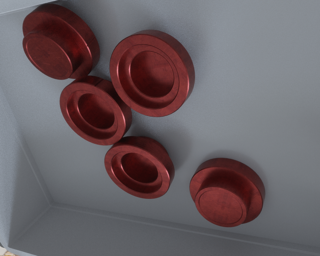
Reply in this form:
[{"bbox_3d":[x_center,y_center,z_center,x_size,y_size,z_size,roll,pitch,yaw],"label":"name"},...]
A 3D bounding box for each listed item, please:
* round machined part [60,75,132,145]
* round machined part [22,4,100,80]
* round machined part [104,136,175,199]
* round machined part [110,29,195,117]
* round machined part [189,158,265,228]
[{"bbox_3d":[-0.082,-0.027,0.420,0.098,0.042,0.097,13,129,17],"label":"round machined part"},{"bbox_3d":[-0.129,-0.099,0.387,0.098,0.042,0.097,17,143,14],"label":"round machined part"},{"bbox_3d":[-0.025,0.050,0.438,0.098,0.042,0.097,13,128,17],"label":"round machined part"},{"bbox_3d":[-0.006,-0.065,0.360,0.098,0.042,0.097,13,124,21],"label":"round machined part"},{"bbox_3d":[0.085,0.092,0.409,0.098,0.042,0.097,13,124,21],"label":"round machined part"}]
